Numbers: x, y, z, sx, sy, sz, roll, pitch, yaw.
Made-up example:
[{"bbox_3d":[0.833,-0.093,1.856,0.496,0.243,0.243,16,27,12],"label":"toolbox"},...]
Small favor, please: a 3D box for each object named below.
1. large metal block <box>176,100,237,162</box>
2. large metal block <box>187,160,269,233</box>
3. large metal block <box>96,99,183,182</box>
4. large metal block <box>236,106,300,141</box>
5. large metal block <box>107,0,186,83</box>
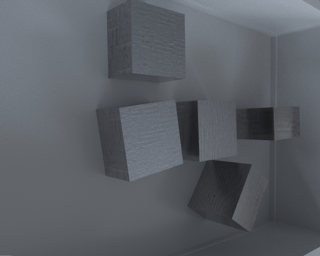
[{"bbox_3d":[0.065,0.002,0.444,0.081,0.050,0.079,-4,93,-40],"label":"large metal block"},{"bbox_3d":[0.099,0.096,0.454,0.050,0.080,0.080,41,65,-33],"label":"large metal block"},{"bbox_3d":[-0.023,0.011,0.371,0.081,0.050,0.079,-13,98,-39],"label":"large metal block"},{"bbox_3d":[0.175,-0.009,0.517,0.081,0.080,0.050,-5,93,-40],"label":"large metal block"},{"bbox_3d":[-0.016,-0.100,0.377,0.081,0.050,0.079,-2,92,-40],"label":"large metal block"}]
